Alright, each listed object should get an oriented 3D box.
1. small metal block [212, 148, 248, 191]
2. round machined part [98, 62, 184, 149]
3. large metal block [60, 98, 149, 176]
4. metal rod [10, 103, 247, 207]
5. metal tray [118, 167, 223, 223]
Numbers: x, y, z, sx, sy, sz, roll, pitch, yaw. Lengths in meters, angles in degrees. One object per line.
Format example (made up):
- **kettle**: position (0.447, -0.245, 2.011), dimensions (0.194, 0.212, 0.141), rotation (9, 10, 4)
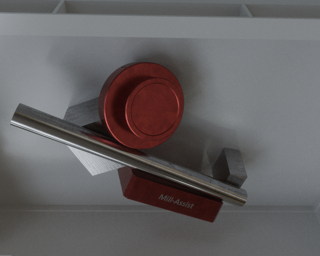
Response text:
- **small metal block**: position (0.099, 0.066, 0.448), dimensions (0.025, 0.050, 0.050), rotation (11, 129, -10)
- **round machined part**: position (-0.014, -0.023, 0.342), dimensions (0.099, 0.042, 0.097), rotation (-7, 104, -28)
- **large metal block**: position (-0.067, 0.008, 0.396), dimensions (0.080, 0.050, 0.080), rotation (-18, 128, 14)
- **metal rod**: position (-0.020, 0.040, 0.374), dimensions (0.302, 0.025, 0.025), rotation (23, 126, -19)
- **metal tray**: position (0.011, 0.080, 0.428), dimensions (0.131, 0.090, 0.030), rotation (20, 100, -18)
